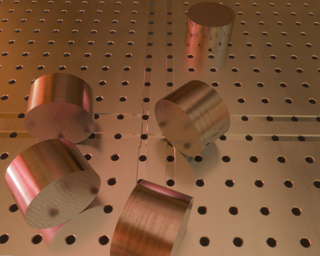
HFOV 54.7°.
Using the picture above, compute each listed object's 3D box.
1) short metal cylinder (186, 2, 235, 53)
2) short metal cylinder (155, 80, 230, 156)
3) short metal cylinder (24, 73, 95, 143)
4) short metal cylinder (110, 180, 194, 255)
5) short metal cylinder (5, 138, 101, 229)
[{"bbox_3d":[0.086,-0.176,0.539,0.081,0.050,0.080,0,50,0],"label":"short metal cylinder"},{"bbox_3d":[0.039,-0.012,0.382,0.050,0.080,0.080,-35,58,-26],"label":"short metal cylinder"},{"bbox_3d":[-0.124,-0.022,0.390,0.081,0.080,0.050,-7,51,-6],"label":"short metal cylinder"},{"bbox_3d":[-0.005,0.095,0.292,0.050,0.080,0.080,17,52,14],"label":"short metal cylinder"},{"bbox_3d":[-0.110,0.058,0.323,0.081,0.080,0.050,-31,57,-24],"label":"short metal cylinder"}]
